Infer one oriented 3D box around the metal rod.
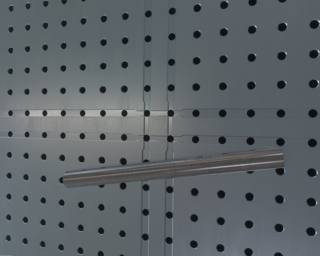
[{"bbox_3d":[0.004,0.055,0.411,0.300,0.025,0.025,-9,87,19],"label":"metal rod"}]
